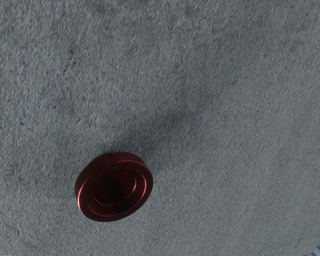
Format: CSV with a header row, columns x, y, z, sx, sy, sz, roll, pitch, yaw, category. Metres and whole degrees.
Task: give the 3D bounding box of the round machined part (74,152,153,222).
x,y,z,sx,sy,sz,roll,pitch,yaw,category
-0.062,0.072,0.406,0.099,0.042,0.097,-14,124,-21,round machined part
